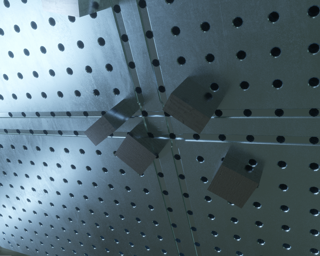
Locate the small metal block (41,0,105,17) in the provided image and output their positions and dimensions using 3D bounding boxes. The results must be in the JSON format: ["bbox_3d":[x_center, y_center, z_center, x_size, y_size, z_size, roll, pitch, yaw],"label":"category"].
[{"bbox_3d":[-0.099,-0.149,0.356,0.050,0.050,0.025,16,125,19],"label":"small metal block"}]

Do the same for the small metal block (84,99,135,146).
[{"bbox_3d":[-0.069,-0.007,0.428,0.050,0.050,0.025,-35,99,38],"label":"small metal block"}]

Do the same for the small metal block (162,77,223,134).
[{"bbox_3d":[0.039,-0.027,0.358,0.050,0.050,0.025,34,129,6],"label":"small metal block"}]

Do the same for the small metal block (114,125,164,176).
[{"bbox_3d":[-0.031,0.033,0.448,0.050,0.025,0.050,38,129,2],"label":"small metal block"}]

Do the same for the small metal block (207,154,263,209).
[{"bbox_3d":[0.097,0.069,0.403,0.050,0.025,0.050,28,128,11],"label":"small metal block"}]
